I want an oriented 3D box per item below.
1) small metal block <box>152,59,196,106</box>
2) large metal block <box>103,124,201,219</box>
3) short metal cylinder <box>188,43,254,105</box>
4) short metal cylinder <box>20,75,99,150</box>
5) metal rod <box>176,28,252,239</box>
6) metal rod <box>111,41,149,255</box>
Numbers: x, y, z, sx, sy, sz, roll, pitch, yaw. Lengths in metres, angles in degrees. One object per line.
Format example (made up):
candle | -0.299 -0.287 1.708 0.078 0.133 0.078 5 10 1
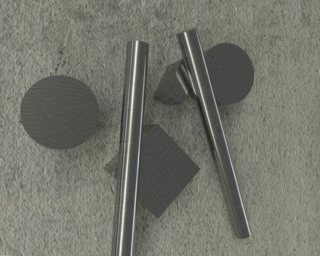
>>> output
small metal block | 0.019 -0.058 0.403 0.025 0.050 0.050 29 81 -18
large metal block | -0.011 0.052 0.392 0.080 0.050 0.080 -47 105 -14
short metal cylinder | 0.080 -0.071 0.426 0.081 0.050 0.080 0 90 -20
short metal cylinder | -0.114 -0.017 0.354 0.081 0.050 0.080 0 90 -20
metal rod | 0.076 0.022 0.404 0.025 0.025 0.298 -26 111 -18
metal rod | -0.035 0.055 0.343 0.025 0.025 0.298 5 88 -20
